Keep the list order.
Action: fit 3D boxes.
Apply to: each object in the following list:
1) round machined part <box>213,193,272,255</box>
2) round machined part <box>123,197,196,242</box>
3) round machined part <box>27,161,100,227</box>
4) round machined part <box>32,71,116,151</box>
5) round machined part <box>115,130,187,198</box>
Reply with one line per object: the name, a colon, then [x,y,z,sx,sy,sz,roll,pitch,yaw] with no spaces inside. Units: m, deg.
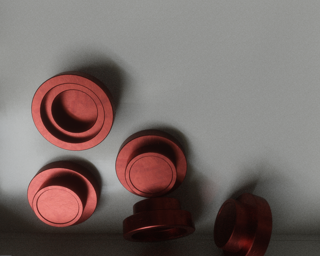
round machined part: [0.107,0.136,0.424,0.042,0.098,0.097,20,109,-7]
round machined part: [-0.002,0.127,0.432,0.099,0.042,0.098,-5,149,-3]
round machined part: [-0.138,0.099,0.437,0.099,0.042,0.097,0,110,-1]
round machined part: [-0.105,-0.024,0.392,0.099,0.042,0.097,0,110,-1]
round machined part: [-0.012,0.055,0.422,0.099,0.042,0.097,0,110,-1]
